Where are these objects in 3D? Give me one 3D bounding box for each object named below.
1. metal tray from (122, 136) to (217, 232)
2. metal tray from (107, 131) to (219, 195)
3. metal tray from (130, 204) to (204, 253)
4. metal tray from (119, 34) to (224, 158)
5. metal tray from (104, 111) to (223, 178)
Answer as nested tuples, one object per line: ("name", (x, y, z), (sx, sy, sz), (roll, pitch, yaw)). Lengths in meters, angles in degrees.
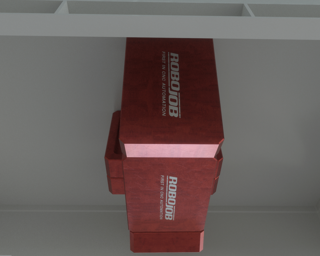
("metal tray", (0.008, 0.067, 0.342), (0.091, 0.030, 0.129), (0, 130, -1))
("metal tray", (0.003, 0.041, 0.400), (0.131, 0.090, 0.030), (1, 130, -1))
("metal tray", (0.008, 0.119, 0.438), (0.091, 0.130, 0.030), (0, 109, -1))
("metal tray", (0.010, -0.036, 0.307), (0.091, 0.130, 0.030), (1, 150, -1))
("metal tray", (0.004, 0.018, 0.380), (0.131, 0.090, 0.030), (1, 130, -1))
